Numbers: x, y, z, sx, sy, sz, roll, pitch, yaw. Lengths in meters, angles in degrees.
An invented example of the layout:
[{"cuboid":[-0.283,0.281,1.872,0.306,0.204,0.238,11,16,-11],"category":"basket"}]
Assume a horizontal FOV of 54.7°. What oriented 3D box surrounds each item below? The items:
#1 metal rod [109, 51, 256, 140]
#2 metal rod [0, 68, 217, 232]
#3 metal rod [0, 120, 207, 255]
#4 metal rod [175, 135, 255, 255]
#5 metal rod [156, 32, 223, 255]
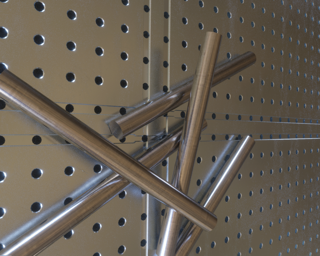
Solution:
[{"cuboid":[0.053,-0.060,0.455,0.302,0.025,0.025,-31,110,-36],"category":"metal rod"},{"cuboid":[-0.042,0.040,0.346,0.301,0.025,0.025,38,66,-24],"category":"metal rod"},{"cuboid":[-0.043,0.059,0.375,0.302,0.025,0.025,-33,111,-35],"category":"metal rod"},{"cuboid":[0.070,0.123,0.470,0.301,0.025,0.025,-50,120,-28],"category":"metal rod"},{"cuboid":[0.038,0.024,0.410,0.025,0.025,0.298,10,93,-40],"category":"metal rod"}]
